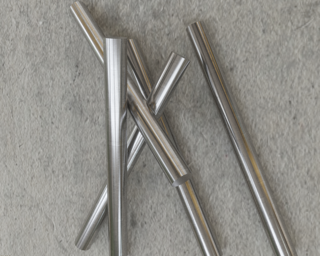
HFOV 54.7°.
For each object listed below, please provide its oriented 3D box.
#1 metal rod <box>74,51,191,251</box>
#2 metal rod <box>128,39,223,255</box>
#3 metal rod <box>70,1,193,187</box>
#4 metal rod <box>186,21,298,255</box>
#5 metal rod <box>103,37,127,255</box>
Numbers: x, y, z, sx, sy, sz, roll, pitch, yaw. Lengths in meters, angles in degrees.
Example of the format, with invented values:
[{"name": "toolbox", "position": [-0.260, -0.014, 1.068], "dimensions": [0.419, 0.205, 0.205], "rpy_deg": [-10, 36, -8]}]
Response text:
[{"name": "metal rod", "position": [-0.043, 0.042, 0.404], "dimensions": [0.025, 0.025, 0.298], "rpy_deg": [34, 108, 16]}, {"name": "metal rod", "position": [0.012, 0.023, 0.403], "dimensions": [0.025, 0.025, 0.299], "rpy_deg": [-24, 82, 18]}, {"name": "metal rod", "position": [-0.048, -0.060, 0.383], "dimensions": [0.025, 0.025, 0.299], "rpy_deg": [-40, 62, 15]}, {"name": "metal rod", "position": [0.095, 0.011, 0.375], "dimensions": [0.025, 0.025, 0.299], "rpy_deg": [-22, 83, 18]}, {"name": "metal rod", "position": [-0.052, 0.045, 0.376], "dimensions": [0.025, 0.025, 0.298], "rpy_deg": [10, 112, 19]}]
